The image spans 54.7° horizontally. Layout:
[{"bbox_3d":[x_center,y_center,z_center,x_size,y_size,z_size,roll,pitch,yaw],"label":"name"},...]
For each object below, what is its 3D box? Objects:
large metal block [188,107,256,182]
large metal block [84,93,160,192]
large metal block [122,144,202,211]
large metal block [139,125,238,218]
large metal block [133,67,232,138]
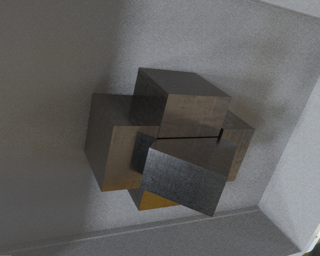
[{"bbox_3d":[0.070,0.018,0.418,0.050,0.080,0.079,0,119,-29],"label":"large metal block"},{"bbox_3d":[-0.048,0.014,0.355,0.050,0.080,0.079,0,119,-29],"label":"large metal block"},{"bbox_3d":[-0.001,0.057,0.406,0.081,0.080,0.050,0,119,-28],"label":"large metal block"},{"bbox_3d":[0.034,0.041,0.342,0.080,0.080,0.050,-46,153,-62],"label":"large metal block"},{"bbox_3d":[0.022,-0.031,0.364,0.081,0.080,0.050,0,119,-28],"label":"large metal block"}]
